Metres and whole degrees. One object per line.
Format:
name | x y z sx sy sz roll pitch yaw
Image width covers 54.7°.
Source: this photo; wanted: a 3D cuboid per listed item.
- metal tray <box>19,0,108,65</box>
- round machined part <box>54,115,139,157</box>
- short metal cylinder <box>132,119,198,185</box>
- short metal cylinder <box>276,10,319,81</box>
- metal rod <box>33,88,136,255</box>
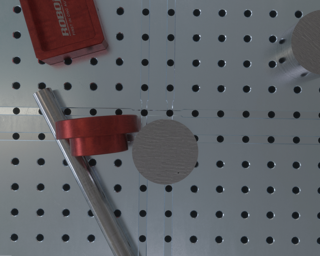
metal tray | -0.131 -0.159 0.409 0.090 0.030 0.129 -16 90 0
round machined part | -0.075 0.010 0.376 0.099 0.098 0.042 -5 90 0
short metal cylinder | 0.006 0.029 0.401 0.081 0.050 0.080 0 90 0
short metal cylinder | 0.200 -0.105 0.402 0.081 0.050 0.080 0 90 0
metal rod | -0.089 0.085 0.412 0.025 0.025 0.299 -27 90 0
